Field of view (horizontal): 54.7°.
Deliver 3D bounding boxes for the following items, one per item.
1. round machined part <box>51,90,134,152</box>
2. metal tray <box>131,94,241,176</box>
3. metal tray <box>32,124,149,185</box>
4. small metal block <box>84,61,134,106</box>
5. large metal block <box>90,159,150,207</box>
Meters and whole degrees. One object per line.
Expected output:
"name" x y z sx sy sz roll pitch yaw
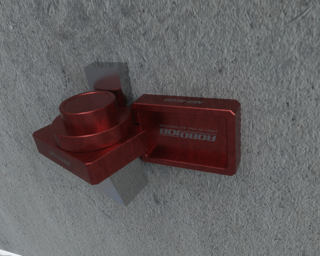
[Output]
"round machined part" -0.085 -0.014 0.381 0.098 0.098 0.042 6 121 25
"metal tray" 0.033 0.007 0.391 0.130 0.030 0.089 6 121 24
"metal tray" -0.091 0.017 0.400 0.130 0.091 0.030 19 128 39
"small metal block" -0.066 -0.059 0.405 0.050 0.025 0.050 6 121 24
"large metal block" -0.071 0.054 0.437 0.080 0.050 0.080 18 141 39
